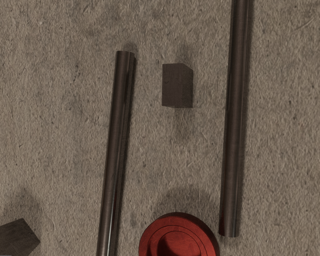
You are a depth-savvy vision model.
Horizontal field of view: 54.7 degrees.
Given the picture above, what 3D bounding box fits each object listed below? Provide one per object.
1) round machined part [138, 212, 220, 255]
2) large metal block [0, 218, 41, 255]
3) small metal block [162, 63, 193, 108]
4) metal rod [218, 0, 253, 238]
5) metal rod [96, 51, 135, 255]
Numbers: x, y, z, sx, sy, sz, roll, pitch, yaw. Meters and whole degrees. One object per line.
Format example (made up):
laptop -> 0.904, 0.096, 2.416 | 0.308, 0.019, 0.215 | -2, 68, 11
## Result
round machined part -> 0.026, 0.154, 0.390 | 0.098, 0.042, 0.097 | 0, 90, 19
large metal block -> -0.244, 0.190, 0.464 | 0.050, 0.080, 0.080 | 47, 104, 14
small metal block -> 0.023, -0.051, 0.387 | 0.025, 0.050, 0.050 | 1, 91, 20
metal rod -> 0.092, -0.020, 0.376 | 0.025, 0.025, 0.298 | 3, 91, 19
metal rod -> -0.063, 0.045, 0.429 | 0.025, 0.025, 0.298 | 7, 92, 19
